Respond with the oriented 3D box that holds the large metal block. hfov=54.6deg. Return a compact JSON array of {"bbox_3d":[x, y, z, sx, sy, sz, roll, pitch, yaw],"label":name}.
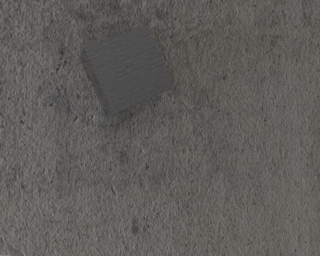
[{"bbox_3d":[-0.042,-0.069,0.380,0.080,0.050,0.080,-25,99,-18],"label":"large metal block"}]
